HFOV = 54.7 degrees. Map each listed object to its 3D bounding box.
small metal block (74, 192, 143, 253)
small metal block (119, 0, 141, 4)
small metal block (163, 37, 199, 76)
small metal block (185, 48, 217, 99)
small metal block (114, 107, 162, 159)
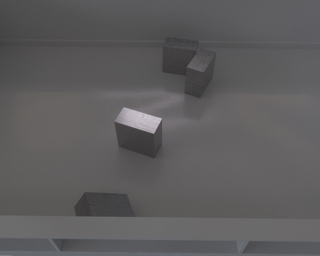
[{"bbox_3d":[-0.052,0.093,0.309,0.050,0.025,0.050,13,35,-40],"label":"small metal block"},{"bbox_3d":[-0.061,-0.288,0.649,0.050,0.025,0.050,21,53,16],"label":"small metal block"},{"bbox_3d":[0.031,-0.110,0.482,0.050,0.050,0.025,10,51,8],"label":"small metal block"},{"bbox_3d":[0.059,-0.081,0.457,0.025,0.050,0.050,21,53,17],"label":"small metal block"},{"bbox_3d":[-0.025,0.007,0.383,0.050,0.050,0.025,17,52,13],"label":"small metal block"}]
